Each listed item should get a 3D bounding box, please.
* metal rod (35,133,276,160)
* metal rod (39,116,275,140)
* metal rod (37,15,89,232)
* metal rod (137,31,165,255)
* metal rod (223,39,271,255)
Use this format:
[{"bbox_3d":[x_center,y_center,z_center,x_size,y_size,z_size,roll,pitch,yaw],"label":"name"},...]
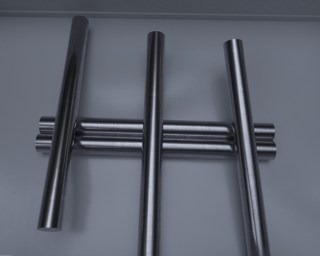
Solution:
[{"bbox_3d":[-0.005,0.024,0.400,0.302,0.025,0.025,2,70,0],"label":"metal rod"},{"bbox_3d":[-0.004,0.001,0.408,0.302,0.025,0.025,2,70,0],"label":"metal rod"},{"bbox_3d":[-0.116,-0.026,0.391,0.025,0.025,0.299,-1,62,-1],"label":"metal rod"},{"bbox_3d":[-0.009,0.014,0.377,0.025,0.025,0.299,1,70,0],"label":"metal rod"},{"bbox_3d":[0.105,0.036,0.373,0.025,0.025,0.298,-4,78,-2],"label":"metal rod"}]
